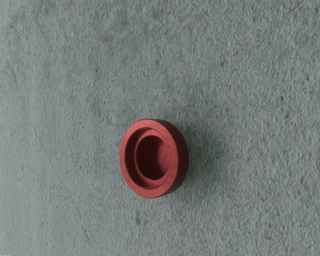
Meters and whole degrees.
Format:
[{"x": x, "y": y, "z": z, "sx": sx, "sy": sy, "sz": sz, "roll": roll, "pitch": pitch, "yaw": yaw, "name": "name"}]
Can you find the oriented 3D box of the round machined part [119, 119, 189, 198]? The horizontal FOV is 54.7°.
[{"x": -0.003, "y": 0.037, "z": 0.396, "sx": 0.098, "sy": 0.042, "sz": 0.097, "roll": 0, "pitch": 90, "yaw": 39, "name": "round machined part"}]
